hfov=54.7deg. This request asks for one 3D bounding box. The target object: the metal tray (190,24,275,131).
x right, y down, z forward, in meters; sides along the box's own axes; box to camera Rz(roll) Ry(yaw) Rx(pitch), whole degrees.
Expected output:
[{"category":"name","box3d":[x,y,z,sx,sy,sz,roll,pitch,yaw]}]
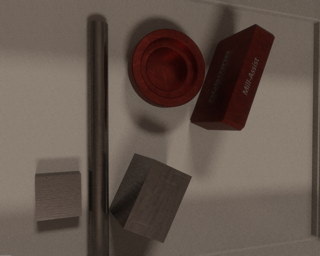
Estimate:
[{"category":"metal tray","box3d":[0.093,-0.062,0.411,0.030,0.090,0.130,23,82,-19]}]

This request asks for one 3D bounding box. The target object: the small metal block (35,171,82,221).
[{"category":"small metal block","box3d":[-0.120,0.079,0.367,0.050,0.025,0.050,-1,91,-21]}]

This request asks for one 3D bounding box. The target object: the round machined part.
[{"category":"round machined part","box3d":[0.006,-0.075,0.404,0.099,0.042,0.097,0,90,-21]}]

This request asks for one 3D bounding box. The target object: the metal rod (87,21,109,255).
[{"category":"metal rod","box3d":[-0.076,0.021,0.383,0.025,0.025,0.298,0,90,-20]}]

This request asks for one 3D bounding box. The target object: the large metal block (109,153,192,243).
[{"category":"large metal block","box3d":[-0.015,0.080,0.377,0.050,0.080,0.080,27,81,-18]}]
